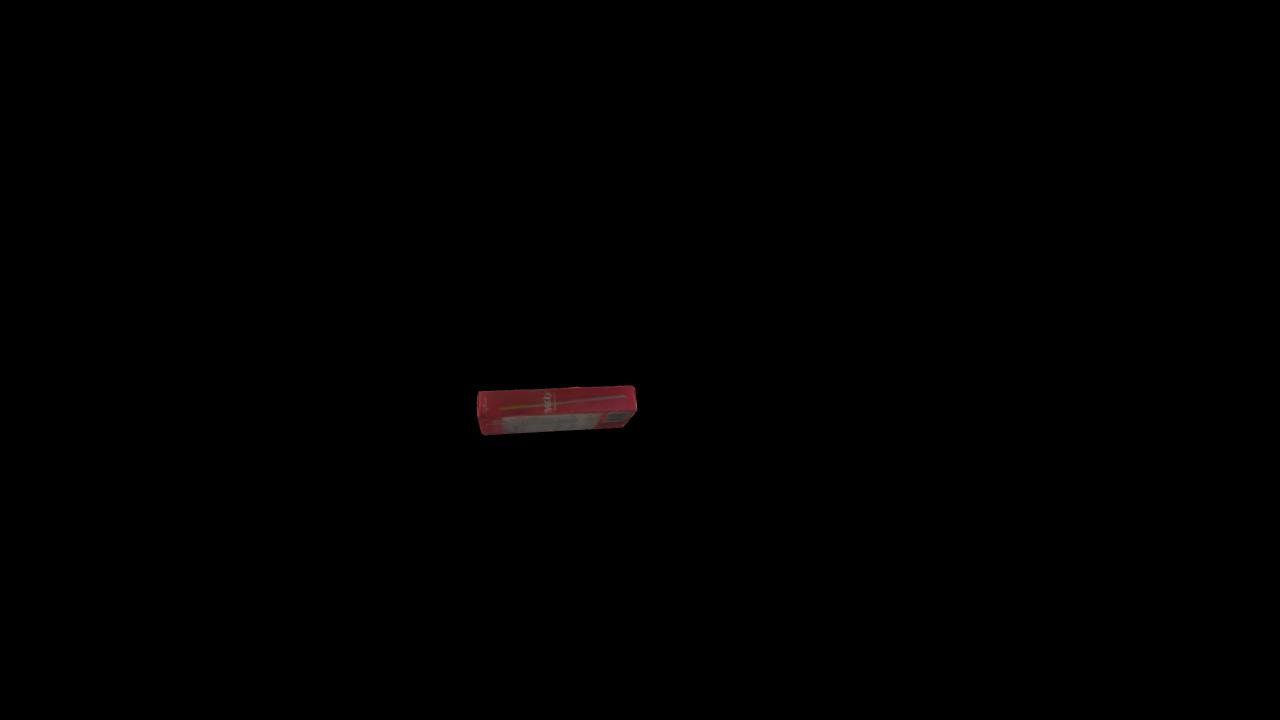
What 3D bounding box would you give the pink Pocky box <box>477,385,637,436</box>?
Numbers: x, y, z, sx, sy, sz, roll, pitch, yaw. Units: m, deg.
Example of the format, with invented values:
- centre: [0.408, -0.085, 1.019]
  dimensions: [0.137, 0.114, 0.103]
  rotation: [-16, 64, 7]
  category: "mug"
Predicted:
- centre: [-0.086, 0.052, 0.630]
  dimensions: [0.155, 0.029, 0.084]
  rotation: [-2, -18, -12]
  category: "pink Pocky box"
